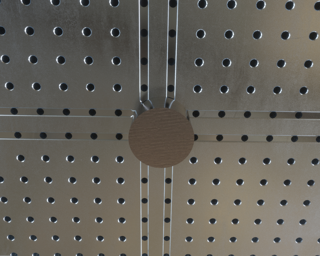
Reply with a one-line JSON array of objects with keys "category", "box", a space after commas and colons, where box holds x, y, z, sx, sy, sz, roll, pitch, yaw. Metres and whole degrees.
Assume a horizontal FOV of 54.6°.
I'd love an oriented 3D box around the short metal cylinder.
[{"category": "short metal cylinder", "box": [0.002, 0.005, 0.402, 0.080, 0.050, 0.079, 0, 110, 0]}]
